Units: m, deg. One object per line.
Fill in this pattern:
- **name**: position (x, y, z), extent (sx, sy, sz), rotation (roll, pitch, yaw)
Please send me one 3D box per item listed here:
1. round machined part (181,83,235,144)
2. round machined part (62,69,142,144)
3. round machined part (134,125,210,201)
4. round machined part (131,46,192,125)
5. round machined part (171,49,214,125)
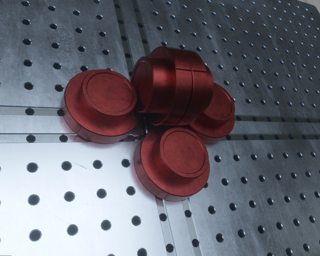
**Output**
- **round machined part**: position (0.070, -0.029, 0.454), extent (0.099, 0.042, 0.098), rotation (14, 56, -21)
- **round machined part**: position (-0.067, -0.033, 0.382), extent (0.099, 0.042, 0.098), rotation (14, 56, -21)
- **round machined part**: position (0.021, 0.038, 0.387), extent (0.099, 0.042, 0.098), rotation (14, 56, -21)
- **round machined part**: position (-0.005, -0.052, 0.384), extent (0.042, 0.097, 0.098), rotation (1, 61, -28)
- **round machined part**: position (0.033, -0.053, 0.406), extent (0.042, 0.097, 0.098), rotation (-1, 62, -29)
